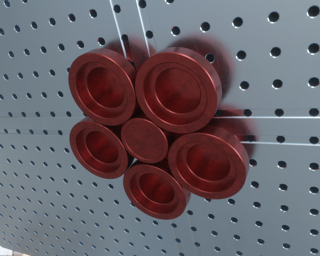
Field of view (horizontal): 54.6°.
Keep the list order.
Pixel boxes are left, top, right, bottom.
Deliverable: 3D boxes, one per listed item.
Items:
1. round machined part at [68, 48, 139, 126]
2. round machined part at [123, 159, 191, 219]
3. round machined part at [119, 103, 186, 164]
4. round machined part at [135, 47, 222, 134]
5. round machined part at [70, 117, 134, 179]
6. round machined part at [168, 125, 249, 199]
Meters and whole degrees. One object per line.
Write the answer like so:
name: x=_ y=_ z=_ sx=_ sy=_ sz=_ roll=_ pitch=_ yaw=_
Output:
round machined part: x=-0.065 y=-0.055 z=0.401 sx=0.098 sy=0.042 sz=0.097 roll=13 pitch=124 yaw=21
round machined part: x=-0.001 y=0.082 z=0.451 sx=0.098 sy=0.042 sz=0.097 roll=13 pitch=124 yaw=21
round machined part: x=-0.012 y=0.008 z=0.412 sx=0.098 sy=0.042 sz=0.097 roll=13 pitch=124 yaw=21
round machined part: x=0.024 y=-0.046 z=0.359 sx=0.098 sy=0.042 sz=0.097 roll=13 pitch=124 yaw=21
round machined part: x=-0.080 y=0.024 z=0.457 sx=0.098 sy=0.042 sz=0.097 roll=13 pitch=124 yaw=21
round machined part: x=0.063 y=0.038 z=0.391 sx=0.098 sy=0.042 sz=0.097 roll=13 pitch=124 yaw=21
